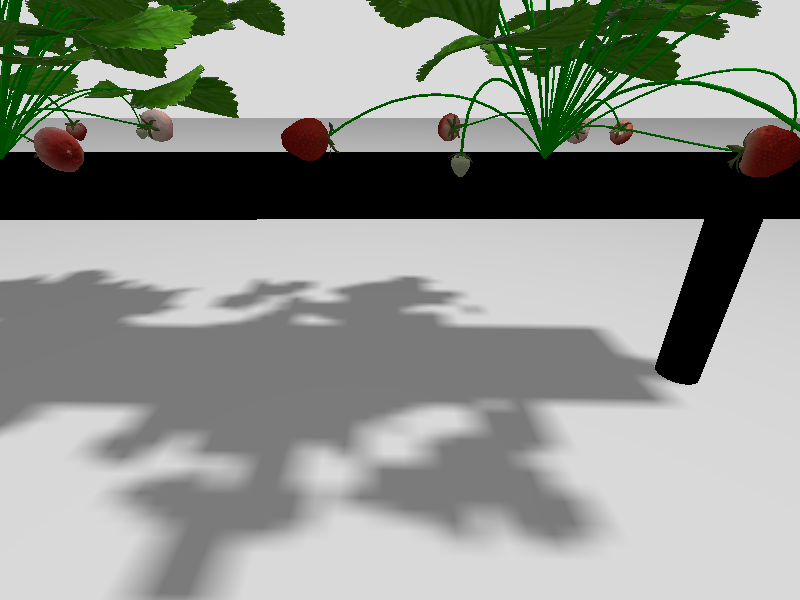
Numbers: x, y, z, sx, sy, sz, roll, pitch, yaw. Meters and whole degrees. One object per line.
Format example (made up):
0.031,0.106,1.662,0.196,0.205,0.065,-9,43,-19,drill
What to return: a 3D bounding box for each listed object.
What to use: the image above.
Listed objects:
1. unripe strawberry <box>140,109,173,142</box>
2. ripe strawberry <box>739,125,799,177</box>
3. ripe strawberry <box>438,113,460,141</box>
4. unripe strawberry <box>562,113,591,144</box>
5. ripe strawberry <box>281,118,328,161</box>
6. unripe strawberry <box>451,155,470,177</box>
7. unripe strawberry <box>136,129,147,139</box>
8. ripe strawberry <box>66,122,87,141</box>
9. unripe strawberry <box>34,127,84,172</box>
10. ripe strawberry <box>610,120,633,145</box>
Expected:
-0.305,-0.221,0.508,0.036,0.038,0.038,3,25,6,unripe strawberry
0.216,-0.086,0.233,0.025,0.029,0.027,-22,34,-38,ripe strawberry
0.058,-0.209,0.485,0.027,0.031,0.030,-9,27,-17,ripe strawberry
0.210,-0.205,0.478,0.032,0.033,0.034,13,28,25,unripe strawberry
-0.071,-0.121,0.301,0.035,0.030,0.035,-4,26,-7,ripe strawberry
0.032,-0.072,0.215,0.010,0.011,0.011,17,30,31,unripe strawberry
-0.297,-0.191,0.461,0.011,0.011,0.011,6,26,11,unripe strawberry
-0.410,-0.214,0.510,0.021,0.022,0.023,-10,-23,-19,ripe strawberry
-0.213,-0.094,0.252,0.026,0.027,0.024,18,31,31,unripe strawberry
0.242,-0.181,0.435,0.022,0.025,0.023,24,7,40,ripe strawberry
